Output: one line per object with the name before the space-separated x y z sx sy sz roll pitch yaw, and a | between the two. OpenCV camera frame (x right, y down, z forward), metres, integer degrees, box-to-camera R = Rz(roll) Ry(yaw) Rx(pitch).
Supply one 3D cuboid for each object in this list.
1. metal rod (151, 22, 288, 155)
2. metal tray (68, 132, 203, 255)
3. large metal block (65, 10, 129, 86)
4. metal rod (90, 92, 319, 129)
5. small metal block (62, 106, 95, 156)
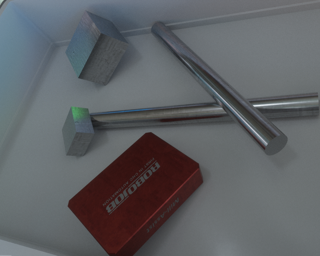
metal rod | 0.053 -0.072 0.397 0.025 0.025 0.300 -36 44 4
metal tray | -0.027 0.072 0.352 0.131 0.030 0.090 -42 50 -19
large metal block | -0.104 -0.129 0.501 0.080 0.050 0.080 -55 47 24
metal rod | 0.035 -0.018 0.397 0.301 0.025 0.025 -3 60 26
small metal block | -0.119 0.005 0.447 0.050 0.025 0.050 -57 42 35
